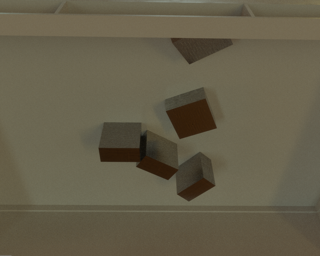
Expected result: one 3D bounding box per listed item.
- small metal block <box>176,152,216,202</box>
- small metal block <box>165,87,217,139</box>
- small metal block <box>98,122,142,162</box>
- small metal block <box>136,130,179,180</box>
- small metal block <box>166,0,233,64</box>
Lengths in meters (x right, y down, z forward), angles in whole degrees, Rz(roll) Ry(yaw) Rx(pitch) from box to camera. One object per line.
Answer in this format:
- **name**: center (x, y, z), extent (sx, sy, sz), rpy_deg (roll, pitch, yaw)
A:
- **small metal block**: center (0.051, 0.071, 0.453), extent (0.025, 0.050, 0.050), rpy_deg (37, 121, -27)
- **small metal block**: center (0.040, -0.018, 0.394), extent (0.050, 0.025, 0.050), rpy_deg (-17, 128, 14)
- **small metal block**: center (-0.050, 0.018, 0.407), extent (0.050, 0.050, 0.025), rpy_deg (1, 130, -1)
- **small metal block**: center (-0.003, 0.037, 0.424), extent (0.050, 0.050, 0.025), rpy_deg (26, 125, -21)
- **small metal block**: center (0.041, -0.095, 0.313), extent (0.050, 0.025, 0.050), rpy_deg (-22, 159, 18)
